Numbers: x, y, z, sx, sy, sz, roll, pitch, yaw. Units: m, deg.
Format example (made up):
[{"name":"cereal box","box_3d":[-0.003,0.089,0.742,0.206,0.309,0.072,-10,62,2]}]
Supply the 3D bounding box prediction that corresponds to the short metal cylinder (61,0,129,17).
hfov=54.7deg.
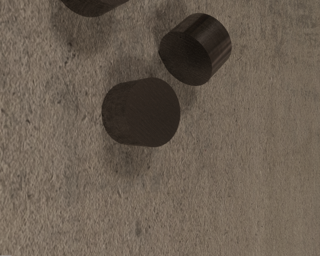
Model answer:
[{"name":"short metal cylinder","box_3d":[-0.069,-0.166,0.331,0.081,0.050,0.079,0,90,-40]}]

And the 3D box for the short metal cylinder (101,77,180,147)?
[{"name":"short metal cylinder","box_3d":[-0.022,-0.018,0.372,0.081,0.050,0.079,0,90,-40]}]

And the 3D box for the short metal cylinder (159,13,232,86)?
[{"name":"short metal cylinder","box_3d":[0.047,-0.103,0.410,0.050,0.080,0.080,-47,119,-30]}]
